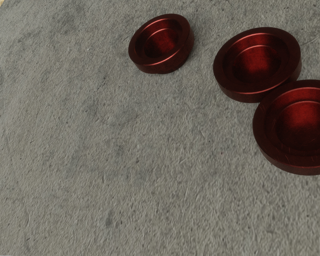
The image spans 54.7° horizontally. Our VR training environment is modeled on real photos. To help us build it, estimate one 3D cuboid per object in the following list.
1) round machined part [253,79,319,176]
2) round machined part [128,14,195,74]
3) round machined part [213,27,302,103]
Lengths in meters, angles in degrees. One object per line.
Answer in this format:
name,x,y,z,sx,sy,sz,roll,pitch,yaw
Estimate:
round machined part,0.148,0.002,0.314,0.098,0.042,0.098,-13,56,21
round machined part,0.006,-0.120,0.464,0.098,0.042,0.098,-13,56,21
round machined part,0.118,-0.071,0.375,0.098,0.042,0.098,-13,56,21
